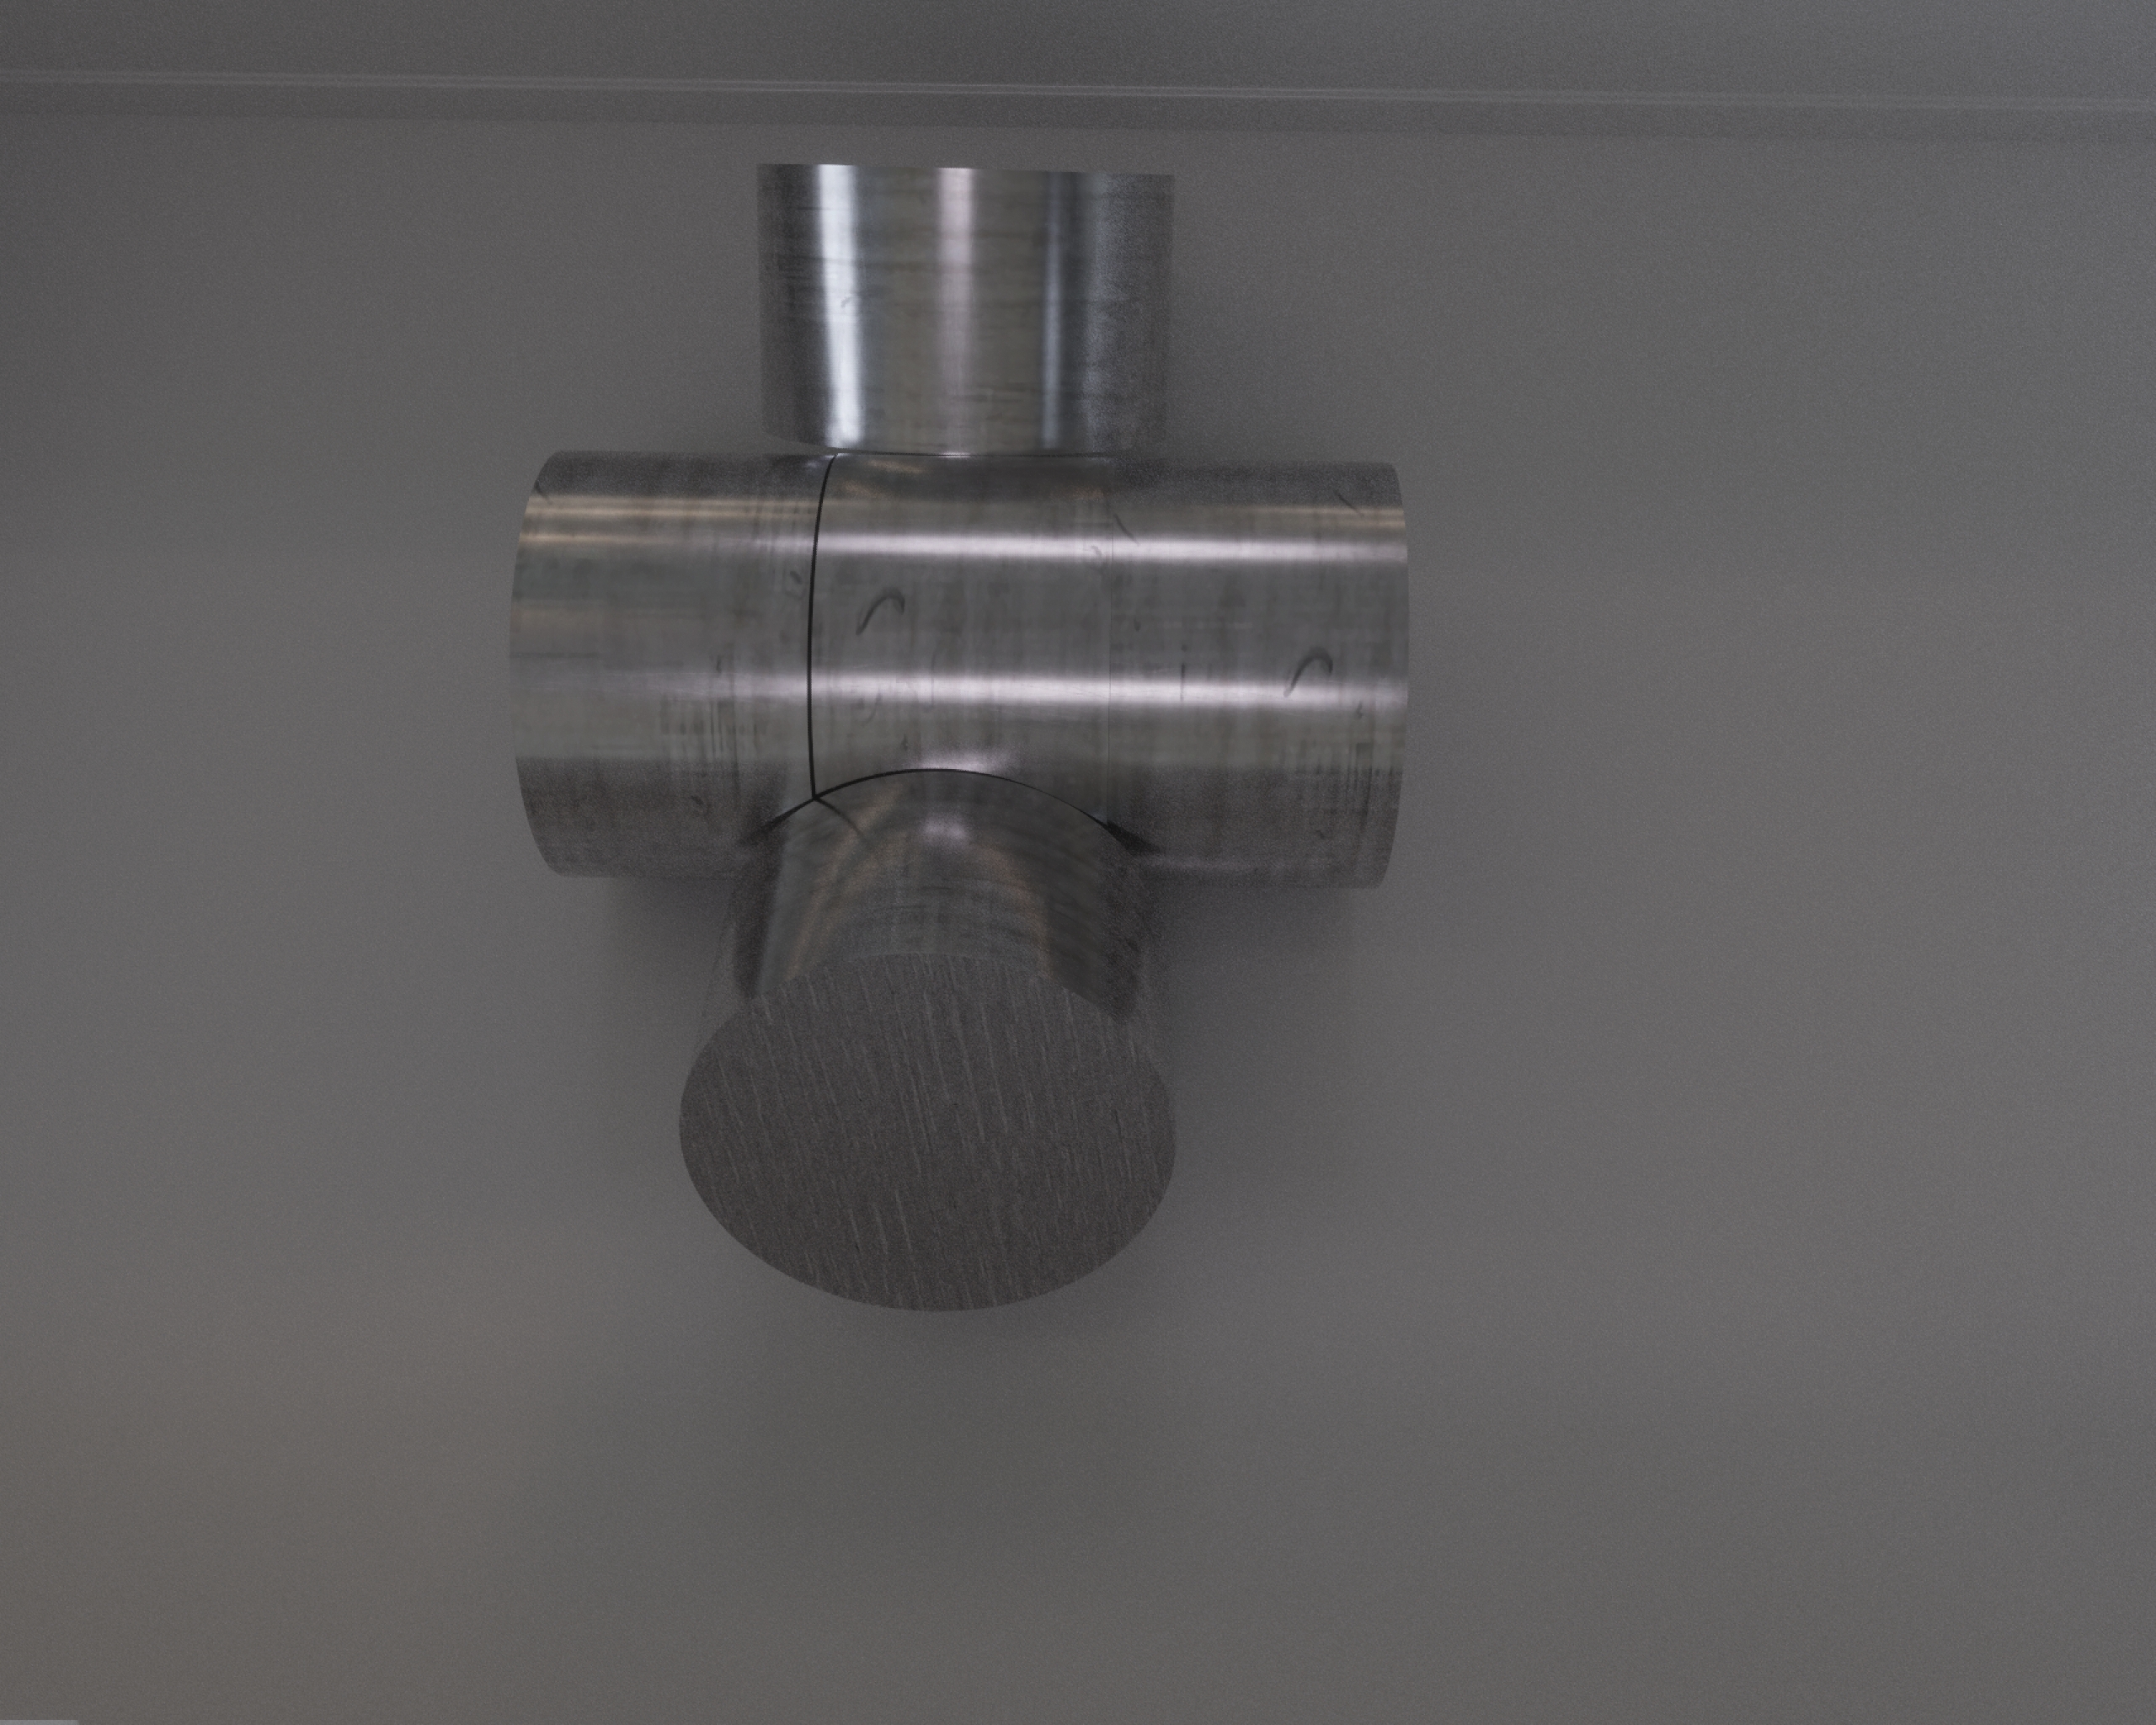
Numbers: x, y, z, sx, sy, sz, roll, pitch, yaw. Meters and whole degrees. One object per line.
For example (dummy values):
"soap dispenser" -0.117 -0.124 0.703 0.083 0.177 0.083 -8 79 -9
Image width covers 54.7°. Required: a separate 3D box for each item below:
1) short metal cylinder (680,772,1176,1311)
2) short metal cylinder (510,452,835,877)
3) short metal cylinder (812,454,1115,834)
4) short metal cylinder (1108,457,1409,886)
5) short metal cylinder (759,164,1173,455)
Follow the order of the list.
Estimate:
"short metal cylinder" -0.024 0.031 0.359 0.081 0.079 0.050 0 36 0
"short metal cylinder" -0.070 -0.037 0.392 0.050 0.080 0.080 1 70 1
"short metal cylinder" -0.019 -0.036 0.391 0.050 0.080 0.080 1 70 1
"short metal cylinder" 0.031 -0.035 0.392 0.050 0.080 0.080 1 70 1
"short metal cylinder" -0.022 -0.110 0.411 0.080 0.080 0.050 2 108 0
